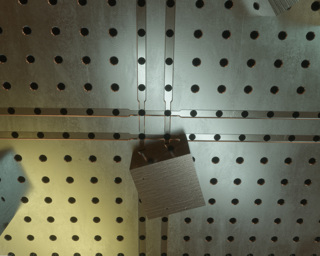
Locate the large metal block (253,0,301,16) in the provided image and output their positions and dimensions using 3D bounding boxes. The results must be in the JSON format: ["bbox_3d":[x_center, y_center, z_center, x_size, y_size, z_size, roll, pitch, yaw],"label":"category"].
[{"bbox_3d":[0.134,-0.180,0.336,0.080,0.050,0.080,-34,107,11],"label":"large metal block"}]

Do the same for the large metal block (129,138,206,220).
[{"bbox_3d":[0.011,0.070,0.426,0.080,0.050,0.080,-16,110,5],"label":"large metal block"}]

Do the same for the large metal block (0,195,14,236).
[{"bbox_3d":[-0.260,0.122,0.426,0.050,0.080,0.080,-17,109,6],"label":"large metal block"}]

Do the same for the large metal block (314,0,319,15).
[{"bbox_3d":[0.225,-0.151,0.332,0.080,0.080,0.050,-28,108,9],"label":"large metal block"}]
